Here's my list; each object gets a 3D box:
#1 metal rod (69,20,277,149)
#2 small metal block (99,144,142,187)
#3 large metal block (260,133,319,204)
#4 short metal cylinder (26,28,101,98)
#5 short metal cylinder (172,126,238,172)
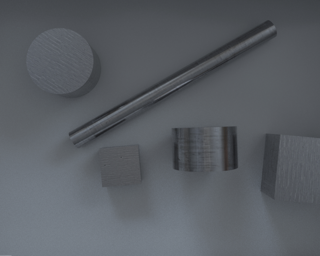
[{"bbox_3d":[0.017,-0.058,0.411,0.301,0.025,0.025,-30,90,-1],"label":"metal rod"},{"bbox_3d":[-0.051,0.049,0.411,0.050,0.025,0.050,-5,90,-1],"label":"small metal block"},{"bbox_3d":[0.182,0.051,0.401,0.081,0.050,0.079,5,90,-1],"label":"large metal block"},{"bbox_3d":[-0.121,-0.081,0.397,0.081,0.050,0.079,0,90,-1],"label":"short metal cylinder"},{"bbox_3d":[0.055,0.024,0.385,0.081,0.080,0.050,-2,90,-1],"label":"short metal cylinder"}]
